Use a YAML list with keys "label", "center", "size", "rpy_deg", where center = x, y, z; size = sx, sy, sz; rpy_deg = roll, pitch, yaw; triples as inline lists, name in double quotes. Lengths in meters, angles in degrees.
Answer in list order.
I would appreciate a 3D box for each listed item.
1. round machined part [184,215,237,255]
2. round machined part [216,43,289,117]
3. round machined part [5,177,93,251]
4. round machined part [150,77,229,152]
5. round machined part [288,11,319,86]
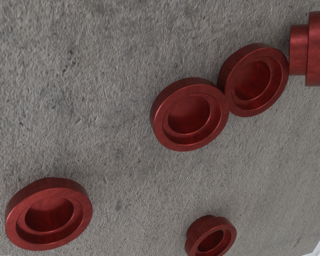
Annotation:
- label: "round machined part"
  center: [0.087, 0.199, 0.566]
  size: [0.099, 0.042, 0.097]
  rpy_deg: [-14, 124, -21]
- label: "round machined part"
  center: [0.119, -0.067, 0.416]
  size: [0.099, 0.042, 0.097]
  rpy_deg: [-12, 125, -17]
- label: "round machined part"
  center: [-0.137, 0.100, 0.383]
  size: [0.099, 0.042, 0.097]
  rpy_deg: [-14, 124, -21]
- label: "round machined part"
  center: [0.034, -0.021, 0.395]
  size: [0.099, 0.042, 0.097]
  rpy_deg: [-9, 126, -13]
- label: "round machined part"
  center: [0.197, -0.105, 0.416]
  size: [0.098, 0.042, 0.097]
  rpy_deg: [2, 90, -66]
